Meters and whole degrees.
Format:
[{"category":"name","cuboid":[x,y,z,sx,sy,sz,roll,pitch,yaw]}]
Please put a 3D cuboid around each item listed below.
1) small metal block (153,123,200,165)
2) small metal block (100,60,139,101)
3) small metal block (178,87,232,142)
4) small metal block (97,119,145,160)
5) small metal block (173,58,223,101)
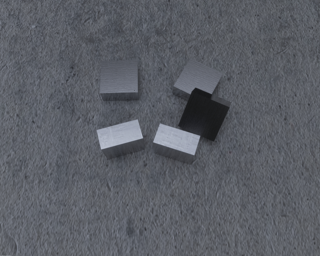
[{"category":"small metal block","cuboid":[0.020,0.021,0.387,0.050,0.050,0.025,17,71,6]},{"category":"small metal block","cuboid":[-0.055,-0.066,0.432,0.050,0.025,0.050,-2,70,-1]},{"category":"small metal block","cuboid":[0.058,-0.018,0.400,0.050,0.025,0.050,24,114,8]},{"category":"small metal block","cuboid":[-0.047,0.016,0.389,0.050,0.050,0.025,-15,71,-6]},{"category":"small metal block","cuboid":[0.052,-0.061,0.431,0.050,0.025,0.050,27,72,9]}]
